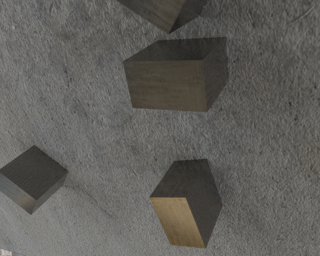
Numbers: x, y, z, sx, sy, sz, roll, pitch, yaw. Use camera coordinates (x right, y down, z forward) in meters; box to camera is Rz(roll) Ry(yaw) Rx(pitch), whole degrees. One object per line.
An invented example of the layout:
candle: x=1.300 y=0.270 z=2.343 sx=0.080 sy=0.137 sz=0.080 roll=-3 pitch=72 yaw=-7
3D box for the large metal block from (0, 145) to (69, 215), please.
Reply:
large metal block: x=-0.224 y=0.090 z=0.545 sx=0.080 sy=0.080 sz=0.050 roll=37 pitch=129 yaw=3

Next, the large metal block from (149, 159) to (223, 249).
large metal block: x=0.038 y=0.098 z=0.411 sx=0.050 sy=0.080 sz=0.080 roll=-8 pitch=115 yaw=32

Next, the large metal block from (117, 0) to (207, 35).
large metal block: x=0.001 y=-0.139 z=0.285 sx=0.080 sy=0.080 sz=0.050 roll=35 pitch=129 yaw=5

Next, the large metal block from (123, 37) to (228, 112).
large metal block: x=0.021 y=-0.058 z=0.324 sx=0.080 sy=0.080 sz=0.050 roll=5 pitch=121 yaw=26
